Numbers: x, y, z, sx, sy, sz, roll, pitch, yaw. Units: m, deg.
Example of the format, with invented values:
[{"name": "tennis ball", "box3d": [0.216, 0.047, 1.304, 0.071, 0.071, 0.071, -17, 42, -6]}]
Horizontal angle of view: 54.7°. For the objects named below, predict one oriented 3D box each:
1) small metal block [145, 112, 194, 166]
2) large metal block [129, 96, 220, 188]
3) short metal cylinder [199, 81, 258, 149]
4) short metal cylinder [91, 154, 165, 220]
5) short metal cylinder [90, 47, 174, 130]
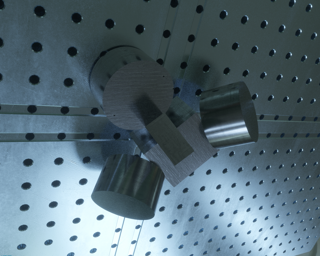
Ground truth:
[{"name": "small metal block", "box3d": [0.010, 0.013, 0.340, 0.025, 0.050, 0.050, -37, 86, -1]}, {"name": "large metal block", "box3d": [0.020, 0.019, 0.410, 0.080, 0.050, 0.080, -39, 130, -2]}, {"name": "short metal cylinder", "box3d": [0.091, -0.016, 0.402, 0.050, 0.080, 0.080, -13, 136, 28]}, {"name": "short metal cylinder", "box3d": [-0.039, 0.075, 0.389, 0.080, 0.050, 0.080, 12, 145, 9]}, {"name": "short metal cylinder", "box3d": [-0.032, -0.045, 0.346, 0.081, 0.050, 0.079, -14, 124, -21]}]
